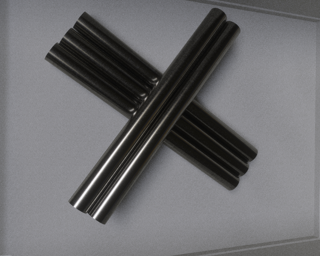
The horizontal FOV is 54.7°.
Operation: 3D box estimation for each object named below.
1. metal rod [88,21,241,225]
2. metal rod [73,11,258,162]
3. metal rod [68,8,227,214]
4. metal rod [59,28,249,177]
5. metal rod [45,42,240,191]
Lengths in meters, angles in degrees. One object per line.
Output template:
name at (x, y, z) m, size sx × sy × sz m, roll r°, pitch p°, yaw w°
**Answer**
metal rod at (0.012, -0.016, 0.387) m, size 0.025 × 0.025 × 0.300 m, roll 39°, pitch 78°, yaw -16°
metal rod at (0.019, -0.045, 0.416) m, size 0.301 × 0.025 × 0.025 m, roll 36°, pitch 78°, yaw -17°
metal rod at (-0.007, -0.030, 0.379) m, size 0.025 × 0.025 × 0.300 m, roll 39°, pitch 78°, yaw -16°
metal rod at (0.004, -0.024, 0.410) m, size 0.301 × 0.025 × 0.025 m, roll 36°, pitch 79°, yaw -17°
metal rod at (-0.011, -0.005, 0.405) m, size 0.301 × 0.025 × 0.025 m, roll 36°, pitch 79°, yaw -17°
